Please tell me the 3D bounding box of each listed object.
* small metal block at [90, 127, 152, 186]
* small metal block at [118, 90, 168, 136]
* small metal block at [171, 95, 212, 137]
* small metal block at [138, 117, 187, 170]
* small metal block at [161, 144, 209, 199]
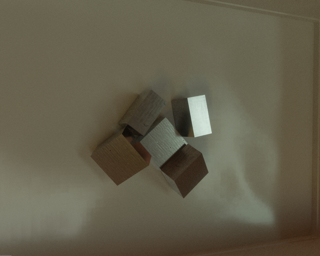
[{"bbox_3d":[-0.047,0.035,0.380,0.050,0.025,0.050,-35,104,17],"label":"small metal block"},{"bbox_3d":[-0.023,-0.018,0.387,0.025,0.050,0.050,38,78,-16],"label":"small metal block"},{"bbox_3d":[0.041,-0.015,0.411,0.025,0.050,0.050,-12,94,-21],"label":"small metal block"},{"bbox_3d":[0.001,0.021,0.410,0.050,0.025,0.050,-44,104,-15],"label":"small metal block"},{"bbox_3d":[0.034,0.057,0.409,0.050,0.025,0.050,-43,141,-15],"label":"small metal block"}]
